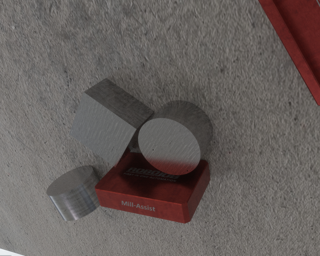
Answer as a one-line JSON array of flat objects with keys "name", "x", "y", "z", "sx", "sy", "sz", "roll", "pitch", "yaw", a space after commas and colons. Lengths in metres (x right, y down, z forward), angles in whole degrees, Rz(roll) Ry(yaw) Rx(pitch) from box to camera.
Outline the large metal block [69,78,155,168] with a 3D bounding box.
[{"name": "large metal block", "x": -0.067, "y": -0.007, "z": 0.422, "sx": 0.080, "sy": 0.050, "sz": 0.079, "roll": 35, "pitch": 129, "yaw": 4}]

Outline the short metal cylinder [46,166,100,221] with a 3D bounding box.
[{"name": "short metal cylinder", "x": -0.136, "y": 0.105, "z": 0.508, "sx": 0.080, "sy": 0.080, "sz": 0.050, "roll": -10, "pitch": 113, "yaw": 32}]

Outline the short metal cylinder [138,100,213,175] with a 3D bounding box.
[{"name": "short metal cylinder", "x": 0.020, "y": 0.012, "z": 0.387, "sx": 0.080, "sy": 0.050, "sz": 0.079, "roll": 13, "pitch": 124, "yaw": 21}]

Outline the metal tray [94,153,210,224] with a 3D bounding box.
[{"name": "metal tray", "x": -0.009, "y": 0.074, "z": 0.414, "sx": 0.130, "sy": 0.090, "sz": 0.030, "roll": 4, "pitch": 120, "yaw": 26}]

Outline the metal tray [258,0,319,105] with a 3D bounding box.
[{"name": "metal tray", "x": 0.154, "y": -0.092, "z": 0.265, "sx": 0.090, "sy": 0.030, "sz": 0.130, "roll": -26, "pitch": 104, "yaw": 37}]
